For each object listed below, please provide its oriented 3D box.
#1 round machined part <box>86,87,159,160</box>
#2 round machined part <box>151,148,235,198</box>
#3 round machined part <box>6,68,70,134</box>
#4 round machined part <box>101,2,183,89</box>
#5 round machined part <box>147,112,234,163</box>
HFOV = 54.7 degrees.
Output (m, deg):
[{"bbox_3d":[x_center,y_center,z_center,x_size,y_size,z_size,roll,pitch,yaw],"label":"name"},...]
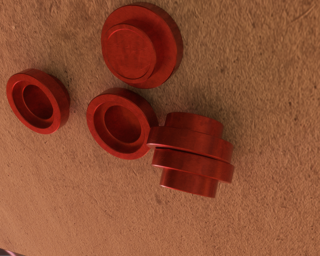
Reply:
[{"bbox_3d":[-0.045,-0.009,0.414,0.098,0.042,0.097,13,124,21],"label":"round machined part"},{"bbox_3d":[0.037,0.057,0.375,0.098,0.098,0.042,9,80,23],"label":"round machined part"},{"bbox_3d":[-0.175,-0.043,0.462,0.098,0.042,0.097,13,124,21],"label":"round machined part"},{"bbox_3d":[-0.026,-0.089,0.355,0.098,0.042,0.097,13,124,21],"label":"round machined part"},{"bbox_3d":[0.037,0.011,0.361,0.098,0.098,0.042,9,80,23],"label":"round machined part"}]
